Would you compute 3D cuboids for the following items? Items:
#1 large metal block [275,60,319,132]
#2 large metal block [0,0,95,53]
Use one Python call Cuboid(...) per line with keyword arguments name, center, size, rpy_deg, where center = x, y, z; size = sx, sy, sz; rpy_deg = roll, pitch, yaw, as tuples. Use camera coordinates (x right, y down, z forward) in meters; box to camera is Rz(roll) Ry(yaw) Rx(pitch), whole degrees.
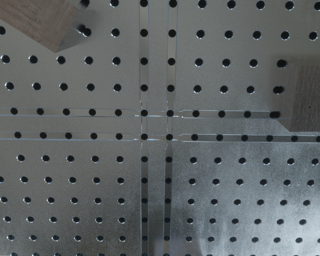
Cuboid(name="large metal block", center=(0.197, -0.042, 0.386), size=(0.080, 0.050, 0.079), rpy_deg=(0, 110, 0))
Cuboid(name="large metal block", center=(-0.125, -0.129, 0.335), size=(0.080, 0.080, 0.050), rpy_deg=(32, 107, -11))
